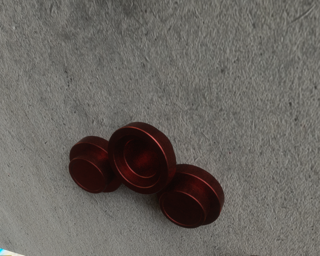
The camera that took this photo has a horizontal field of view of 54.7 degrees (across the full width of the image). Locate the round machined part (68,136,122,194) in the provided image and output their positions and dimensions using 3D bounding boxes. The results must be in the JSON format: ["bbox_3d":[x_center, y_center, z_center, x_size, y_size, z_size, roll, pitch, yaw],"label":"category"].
[{"bbox_3d":[-0.104,0.065,0.491,0.098,0.042,0.097,13,124,21],"label":"round machined part"}]

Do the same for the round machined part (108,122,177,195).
[{"bbox_3d":[-0.020,0.037,0.422,0.098,0.042,0.097,13,116,29],"label":"round machined part"}]

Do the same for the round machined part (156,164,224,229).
[{"bbox_3d":[0.038,0.103,0.440,0.098,0.042,0.097,13,124,21],"label":"round machined part"}]
